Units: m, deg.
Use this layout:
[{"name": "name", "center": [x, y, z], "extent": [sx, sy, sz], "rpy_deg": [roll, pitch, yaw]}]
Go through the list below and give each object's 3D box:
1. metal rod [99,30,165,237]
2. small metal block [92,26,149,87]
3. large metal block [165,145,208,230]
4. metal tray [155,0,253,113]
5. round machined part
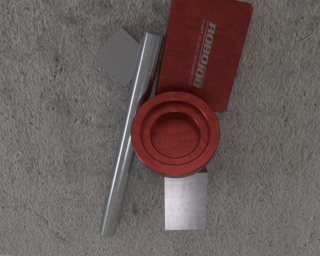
[{"name": "metal rod", "center": [-0.043, 0.025, 0.403], "extent": [0.025, 0.025, 0.298], "rpy_deg": [13, 115, -5]}, {"name": "small metal block", "center": [-0.044, -0.087, 0.377], "extent": [0.050, 0.025, 0.050], "rpy_deg": [42, 105, -14]}, {"name": "large metal block", "center": [0.031, 0.075, 0.409], "extent": [0.050, 0.080, 0.079], "rpy_deg": [-1, 110, 0]}, {"name": "metal tray", "center": [0.049, -0.090, 0.375], "extent": [0.091, 0.030, 0.129], "rpy_deg": [10, 110, -4]}, {"name": "round machined part", "center": [0.018, 0.010, 0.360], "extent": [0.099, 0.042, 0.098], "rpy_deg": [-1, 71, 3]}]
